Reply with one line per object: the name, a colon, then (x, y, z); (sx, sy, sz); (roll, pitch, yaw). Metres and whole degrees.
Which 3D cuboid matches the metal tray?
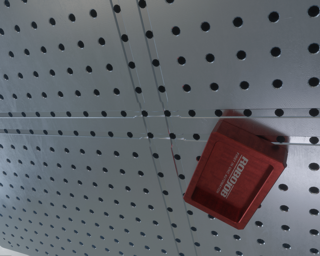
metal tray: (0.091, 0.064, 0.399); (0.090, 0.030, 0.129); (26, 128, 12)
